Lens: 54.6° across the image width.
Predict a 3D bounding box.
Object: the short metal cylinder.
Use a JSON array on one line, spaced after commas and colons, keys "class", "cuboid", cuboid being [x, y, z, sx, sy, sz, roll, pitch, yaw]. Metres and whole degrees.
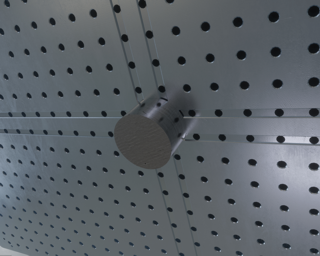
[{"class": "short metal cylinder", "cuboid": [-0.012, 0.007, 0.406, 0.080, 0.050, 0.080, 13, 124, 21]}]
